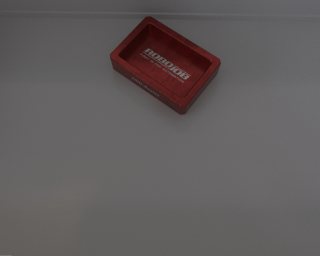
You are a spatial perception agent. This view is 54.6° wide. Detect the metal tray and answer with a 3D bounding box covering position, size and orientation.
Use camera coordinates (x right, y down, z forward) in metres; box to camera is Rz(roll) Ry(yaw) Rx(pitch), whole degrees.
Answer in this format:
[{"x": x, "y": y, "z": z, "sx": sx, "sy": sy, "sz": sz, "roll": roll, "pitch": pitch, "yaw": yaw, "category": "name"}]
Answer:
[{"x": 0.007, "y": -0.091, "z": 0.440, "sx": 0.130, "sy": 0.030, "sz": 0.090, "roll": 35, "pitch": 74, "yaw": 12, "category": "metal tray"}]
